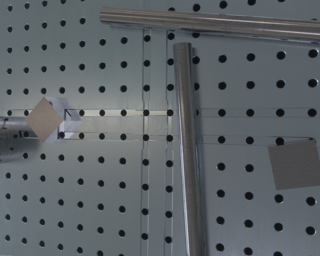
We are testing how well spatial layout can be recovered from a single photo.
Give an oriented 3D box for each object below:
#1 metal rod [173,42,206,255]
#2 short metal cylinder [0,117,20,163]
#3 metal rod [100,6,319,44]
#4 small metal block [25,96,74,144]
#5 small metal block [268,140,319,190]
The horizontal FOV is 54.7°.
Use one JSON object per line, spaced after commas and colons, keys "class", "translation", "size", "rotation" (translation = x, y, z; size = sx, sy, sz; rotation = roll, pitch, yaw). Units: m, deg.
{"class": "metal rod", "translation": [0.038, 0.041, 0.398], "size": [0.025, 0.025, 0.298], "rotation": [-4, 89, 20]}
{"class": "short metal cylinder", "translation": [-0.275, 0.020, 0.496], "size": [0.080, 0.050, 0.079], "rotation": [0, 90, 20]}
{"class": "metal rod", "translation": [0.061, -0.132, 0.391], "size": [0.301, 0.025, 0.025], "rotation": [11, 94, 19]}
{"class": "small metal block", "translation": [-0.169, -0.012, 0.472], "size": [0.050, 0.025, 0.050], "rotation": [-44, 76, 14]}
{"class": "small metal block", "translation": [0.156, 0.042, 0.358], "size": [0.050, 0.025, 0.050], "rotation": [-11, 86, 19]}
